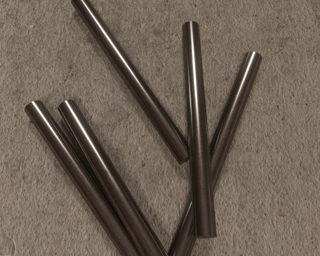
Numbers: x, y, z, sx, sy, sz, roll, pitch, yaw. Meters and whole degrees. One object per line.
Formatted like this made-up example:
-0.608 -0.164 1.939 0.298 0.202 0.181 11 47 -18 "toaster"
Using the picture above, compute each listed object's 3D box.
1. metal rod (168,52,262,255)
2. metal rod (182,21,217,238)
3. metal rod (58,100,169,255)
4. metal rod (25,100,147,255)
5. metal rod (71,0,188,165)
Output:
0.076 0.027 0.399 0.025 0.025 0.300 22 71 7 "metal rod"
0.047 -0.017 0.398 0.025 0.025 0.299 0 64 -1 "metal rod"
-0.045 0.084 0.363 0.025 0.025 0.299 -31 68 -11 "metal rod"
-0.079 0.084 0.376 0.025 0.025 0.300 -36 74 -12 "metal rod"
-0.045 -0.079 0.436 0.025 0.025 0.299 -31 73 -11 "metal rod"
